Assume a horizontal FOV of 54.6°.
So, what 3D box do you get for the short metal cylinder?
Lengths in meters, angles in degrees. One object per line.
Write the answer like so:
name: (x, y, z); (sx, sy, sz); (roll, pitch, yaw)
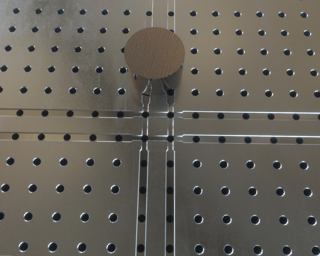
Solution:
short metal cylinder: (-0.007, -0.092, 0.432); (0.080, 0.050, 0.080); (0, 70, 0)
